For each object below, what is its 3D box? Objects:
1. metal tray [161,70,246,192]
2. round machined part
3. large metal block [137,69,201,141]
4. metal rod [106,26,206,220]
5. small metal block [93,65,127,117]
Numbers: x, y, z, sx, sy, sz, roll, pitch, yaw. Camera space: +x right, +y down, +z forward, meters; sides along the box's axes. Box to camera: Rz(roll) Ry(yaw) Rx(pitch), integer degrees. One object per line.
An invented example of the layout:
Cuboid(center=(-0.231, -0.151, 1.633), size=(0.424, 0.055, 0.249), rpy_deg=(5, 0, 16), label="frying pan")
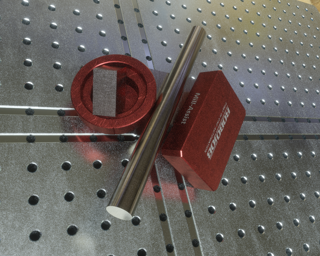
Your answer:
Cuboid(center=(0.061, 0.003, 0.395), size=(0.090, 0.030, 0.130), rpy_deg=(48, 58, -37), label="metal tray")
Cuboid(center=(-0.054, -0.037, 0.375), size=(0.099, 0.042, 0.098), rpy_deg=(1, 67, -1), label="round machined part")
Cuboid(center=(0.015, -0.025, 0.417), size=(0.081, 0.050, 0.080), rpy_deg=(9, 58, -24), label="large metal block")
Cuboid(center=(0.010, -0.032, 0.370), size=(0.025, 0.025, 0.300), rpy_deg=(30, 52, -9), label="metal rod")
Cuboid(center=(-0.057, -0.044, 0.354), size=(0.025, 0.050, 0.050), rpy_deg=(6, 17, 4), label="small metal block")
